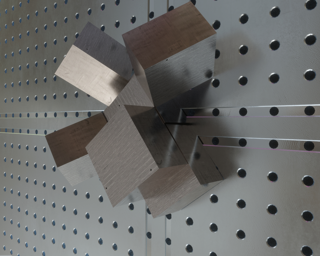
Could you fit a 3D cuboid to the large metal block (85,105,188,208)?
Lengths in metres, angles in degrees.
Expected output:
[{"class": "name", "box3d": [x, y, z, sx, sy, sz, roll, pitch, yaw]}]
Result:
[{"class": "large metal block", "box3d": [-0.029, 0.031, 0.351, 0.080, 0.050, 0.080, -44, 64, 30]}]

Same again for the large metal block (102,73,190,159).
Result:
[{"class": "large metal block", "box3d": [-0.021, -0.014, 0.411, 0.080, 0.050, 0.080, -46, 63, 30]}]

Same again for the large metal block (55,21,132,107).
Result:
[{"class": "large metal block", "box3d": [-0.084, -0.088, 0.424, 0.050, 0.080, 0.080, -45, 24, 31]}]

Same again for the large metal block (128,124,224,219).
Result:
[{"class": "large metal block", "box3d": [0.016, 0.052, 0.380, 0.080, 0.050, 0.080, -43, 63, 30]}]

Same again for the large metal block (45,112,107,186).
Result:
[{"class": "large metal block", "box3d": [-0.105, 0.032, 0.442, 0.050, 0.080, 0.080, 60, 165, 24]}]

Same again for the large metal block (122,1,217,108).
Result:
[{"class": "large metal block", "box3d": [0.013, -0.078, 0.343, 0.080, 0.080, 0.050, -28, 66, -6]}]
